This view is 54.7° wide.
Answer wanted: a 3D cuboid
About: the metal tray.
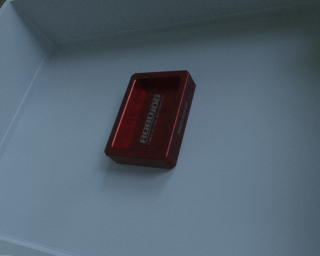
[{"bbox_3d":[-0.011,-0.014,0.412,0.090,0.030,0.130,2,62,28],"label":"metal tray"}]
